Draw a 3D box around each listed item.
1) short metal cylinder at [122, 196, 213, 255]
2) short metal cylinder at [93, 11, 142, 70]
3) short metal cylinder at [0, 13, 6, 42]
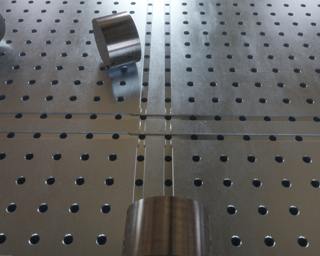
[{"bbox_3d":[0.007,0.104,0.285,0.081,0.080,0.050,2,50,1],"label":"short metal cylinder"},{"bbox_3d":[-0.068,-0.136,0.486,0.050,0.080,0.080,-20,53,-16],"label":"short metal cylinder"},{"bbox_3d":[-0.310,-0.176,0.516,0.080,0.080,0.050,-37,60,-27],"label":"short metal cylinder"}]
